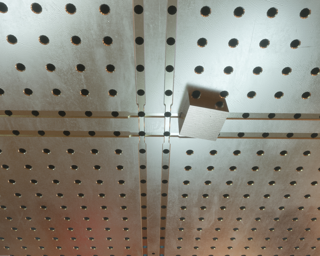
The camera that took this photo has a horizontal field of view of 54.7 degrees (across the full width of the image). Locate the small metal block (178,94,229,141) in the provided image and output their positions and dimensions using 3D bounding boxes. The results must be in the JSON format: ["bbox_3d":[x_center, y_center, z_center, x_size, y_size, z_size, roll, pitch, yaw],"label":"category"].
[{"bbox_3d":[0.055,-0.013,0.402,0.050,0.025,0.050,9,130,-9],"label":"small metal block"}]
